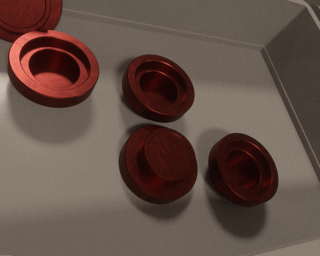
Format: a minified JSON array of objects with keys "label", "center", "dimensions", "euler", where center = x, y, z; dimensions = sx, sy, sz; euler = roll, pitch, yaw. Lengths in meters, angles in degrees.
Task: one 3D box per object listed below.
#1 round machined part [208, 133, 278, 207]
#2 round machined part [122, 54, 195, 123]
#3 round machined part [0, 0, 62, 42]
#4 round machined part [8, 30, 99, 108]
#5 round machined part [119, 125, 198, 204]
[{"label":"round machined part","center":[0.107,0.059,0.418],"dimensions":[0.099,0.042,0.098],"euler":[14,56,-21]},{"label":"round machined part","center":[-0.006,-0.049,0.423],"dimensions":[0.099,0.042,0.098],"euler":[14,56,-21]},{"label":"round machined part","center":[-0.164,-0.148,0.358],"dimensions":[0.099,0.097,0.042],"euler":[3,24,-27]},{"label":"round machined part","center":[-0.126,-0.065,0.367],"dimensions":[0.099,0.042,0.098],"euler":[14,56,-21]},{"label":"round machined part","center":[0.004,0.038,0.375],"dimensions":[0.099,0.042,0.098],"euler":[14,56,-21]}]
